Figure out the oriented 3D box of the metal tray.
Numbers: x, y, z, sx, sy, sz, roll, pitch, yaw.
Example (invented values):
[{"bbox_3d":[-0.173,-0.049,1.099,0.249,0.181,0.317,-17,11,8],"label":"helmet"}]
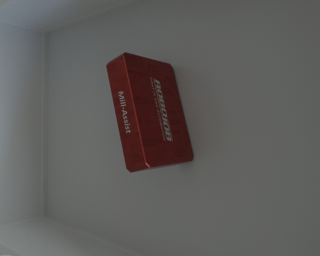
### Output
[{"bbox_3d":[-0.010,-0.018,0.370,0.030,0.091,0.129,-20,78,37],"label":"metal tray"}]
